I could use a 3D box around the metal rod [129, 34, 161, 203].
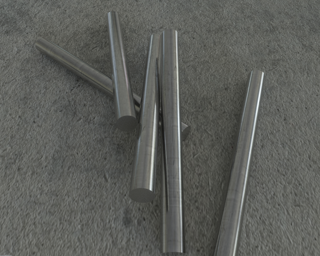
[{"bbox_3d":[-0.012,-0.040,0.402,0.025,0.025,0.300,2,44,1],"label":"metal rod"}]

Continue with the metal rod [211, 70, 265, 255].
[{"bbox_3d":[0.100,0.031,0.377,0.025,0.025,0.300,14,51,11],"label":"metal rod"}]

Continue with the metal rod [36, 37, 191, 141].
[{"bbox_3d":[-0.083,-0.066,0.458,0.300,0.025,0.025,33,57,24],"label":"metal rod"}]

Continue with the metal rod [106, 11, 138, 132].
[{"bbox_3d":[-0.063,-0.105,0.466,0.025,0.025,0.300,-7,43,-6],"label":"metal rod"}]

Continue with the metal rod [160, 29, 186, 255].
[{"bbox_3d":[0.014,-0.006,0.377,0.025,0.025,0.299,0,59,0],"label":"metal rod"}]
